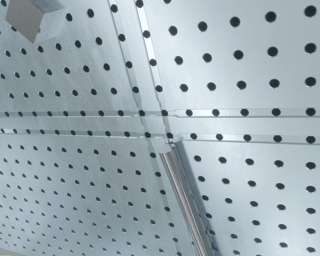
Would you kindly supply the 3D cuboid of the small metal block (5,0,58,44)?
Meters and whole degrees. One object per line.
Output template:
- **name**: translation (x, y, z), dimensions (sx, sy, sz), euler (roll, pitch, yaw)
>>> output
- **small metal block**: translation (-0.170, -0.148, 0.407), dimensions (0.050, 0.025, 0.050), euler (41, 129, 0)

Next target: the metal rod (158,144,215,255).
- **metal rod**: translation (0.058, 0.158, 0.477), dimensions (0.025, 0.025, 0.298), euler (-7, 115, 31)
